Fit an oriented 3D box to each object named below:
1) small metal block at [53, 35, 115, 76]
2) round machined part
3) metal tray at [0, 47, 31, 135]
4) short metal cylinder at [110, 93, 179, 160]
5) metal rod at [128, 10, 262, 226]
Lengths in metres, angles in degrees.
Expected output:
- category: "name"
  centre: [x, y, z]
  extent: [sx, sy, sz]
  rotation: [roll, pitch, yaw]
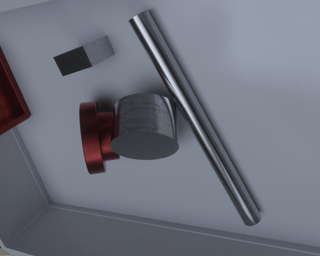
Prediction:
- category: "small metal block"
  centre: [-0.093, -0.090, 0.384]
  extent: [0.050, 0.050, 0.025]
  rotation: [-9, 114, 32]
- category: "round machined part"
  centre: [-0.079, 0.012, 0.421]
  extent: [0.042, 0.098, 0.097]
  rotation: [-8, 121, -8]
- category: "metal tray"
  centre: [-0.263, -0.055, 0.468]
  extent: [0.030, 0.090, 0.129]
  rotation: [-1, 118, 28]
- category: "short metal cylinder"
  centre: [-0.018, 0.001, 0.376]
  extent: [0.081, 0.050, 0.080]
  rotation: [0, 152, 0]
- category: "metal rod"
  centre: [0.050, -0.001, 0.380]
  extent: [0.025, 0.025, 0.299]
  rotation: [-20, 108, 35]
